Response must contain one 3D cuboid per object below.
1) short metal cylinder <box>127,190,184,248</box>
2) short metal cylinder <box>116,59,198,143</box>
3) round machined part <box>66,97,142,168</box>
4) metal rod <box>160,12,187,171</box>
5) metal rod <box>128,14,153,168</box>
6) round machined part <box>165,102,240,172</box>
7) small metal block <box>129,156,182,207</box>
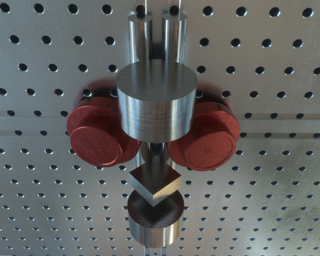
[{"bbox_3d":[-0.006,0.126,0.454,0.081,0.080,0.050,1,130,-1],"label":"short metal cylinder"},{"bbox_3d":[-0.003,-0.030,0.321,0.081,0.080,0.050,1,130,-1],"label":"short metal cylinder"},{"bbox_3d":[-0.074,0.012,0.394,0.098,0.042,0.097,9,131,10],"label":"round machined part"},{"bbox_3d":[0.013,0.000,0.411,0.025,0.025,0.298,0,130,-1],"label":"metal rod"},{"bbox_3d":[-0.022,0.002,0.411,0.025,0.025,0.298,0,130,-1],"label":"metal rod"},{"bbox_3d":[0.058,0.018,0.399,0.099,0.042,0.097,-10,132,-11],"label":"round machined part"},{"bbox_3d":[-0.007,0.072,0.425,0.050,0.050,0.025,-29,139,-32],"label":"small metal block"}]
